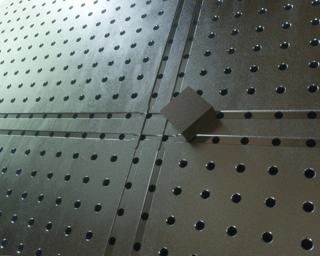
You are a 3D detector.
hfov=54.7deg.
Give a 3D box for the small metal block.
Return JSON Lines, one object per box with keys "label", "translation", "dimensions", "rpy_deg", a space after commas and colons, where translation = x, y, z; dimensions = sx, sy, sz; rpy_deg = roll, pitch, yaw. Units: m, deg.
{"label": "small metal block", "translation": [0.037, -0.019, 0.399], "dimensions": [0.050, 0.025, 0.050], "rpy_deg": [-41, 51, -1]}
